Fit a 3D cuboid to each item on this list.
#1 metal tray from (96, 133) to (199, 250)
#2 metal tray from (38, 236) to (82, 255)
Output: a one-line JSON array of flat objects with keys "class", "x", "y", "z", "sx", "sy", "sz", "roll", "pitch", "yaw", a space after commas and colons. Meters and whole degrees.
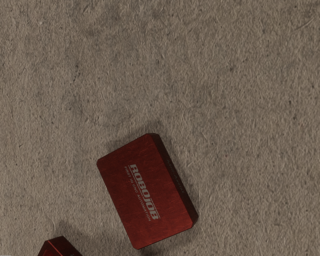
[{"class": "metal tray", "x": -0.018, "y": 0.082, "z": 0.412, "sx": 0.090, "sy": 0.030, "sz": 0.130, "roll": -29, "pitch": 81, "yaw": 17}, {"class": "metal tray", "x": -0.130, "y": 0.231, "z": 0.439, "sx": 0.130, "sy": 0.030, "sz": 0.090, "roll": 33, "pitch": 100, "yaw": 26}]
